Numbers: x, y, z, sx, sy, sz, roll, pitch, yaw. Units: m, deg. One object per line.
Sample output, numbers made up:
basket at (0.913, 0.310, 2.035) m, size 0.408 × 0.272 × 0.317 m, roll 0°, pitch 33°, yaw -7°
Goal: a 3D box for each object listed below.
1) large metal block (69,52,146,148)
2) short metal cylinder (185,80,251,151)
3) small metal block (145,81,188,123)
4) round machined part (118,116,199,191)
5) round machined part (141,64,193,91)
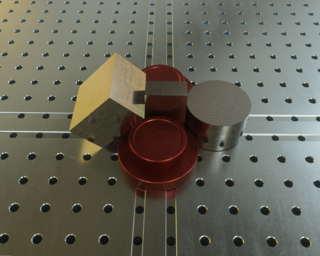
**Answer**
large metal block at (-0.064, -0.034, 0.392) m, size 0.050 × 0.080 × 0.080 m, roll 32°, pitch 40°, yaw -33°
short metal cylinder at (0.073, -0.017, 0.405) m, size 0.080 × 0.050 × 0.080 m, roll 0°, pitch 50°, yaw 0°
small metal block at (0.008, -0.032, 0.389) m, size 0.050 × 0.050 × 0.025 m, roll 1°, pitch 50°, yaw 1°
round machined part at (-0.002, 0.024, 0.377) m, size 0.099 × 0.042 × 0.098 m, roll 0°, pitch 50°, yaw 0°
round machined part at (0.000, -0.053, 0.441) m, size 0.099 × 0.042 × 0.098 m, roll 0°, pitch 50°, yaw 0°
